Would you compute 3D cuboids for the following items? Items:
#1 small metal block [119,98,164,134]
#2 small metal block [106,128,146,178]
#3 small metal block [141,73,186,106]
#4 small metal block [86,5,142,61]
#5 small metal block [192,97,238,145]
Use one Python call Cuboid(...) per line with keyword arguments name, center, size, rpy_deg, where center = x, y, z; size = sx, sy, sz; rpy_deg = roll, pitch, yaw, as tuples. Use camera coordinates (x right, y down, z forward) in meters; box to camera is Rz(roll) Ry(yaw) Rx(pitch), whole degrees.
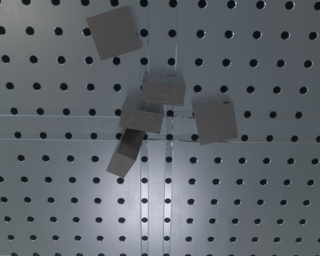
Cuboid(name="small metal block", center=(-0.022, -0.016, 0.393), size=(0.050, 0.050, 0.025), rpy_deg=(10, 108, -4))
Cuboid(name="small metal block", center=(-0.044, 0.029, 0.400), size=(0.025, 0.050, 0.050), rpy_deg=(25, 139, -9))
Cuboid(name="small metal block", center=(0.004, -0.048, 0.382), size=(0.050, 0.050, 0.025), rpy_deg=(6, 110, -2))
Cuboid(name="small metal block", center=(-0.054, -0.114, 0.371), size=(0.050, 0.025, 0.050), rpy_deg=(-16, 110, 5))
Cuboid(name="small metal block", center=(0.073, -0.009, 0.410), size=(0.050, 0.025, 0.050), rpy_deg=(-12, 110, 4))
